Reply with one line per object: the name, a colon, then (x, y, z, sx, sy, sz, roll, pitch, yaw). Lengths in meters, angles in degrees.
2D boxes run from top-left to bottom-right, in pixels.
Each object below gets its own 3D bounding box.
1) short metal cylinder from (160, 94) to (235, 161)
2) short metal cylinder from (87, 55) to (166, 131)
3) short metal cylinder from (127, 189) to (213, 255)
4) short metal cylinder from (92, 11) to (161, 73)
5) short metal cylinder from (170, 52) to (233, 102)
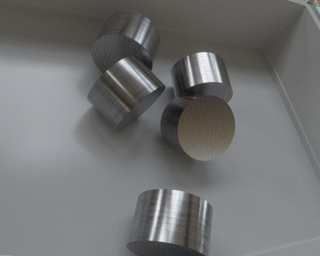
short metal cylinder: (0.047, -0.003, 0.395, 0.081, 0.050, 0.079, -3, 98, -23)
short metal cylinder: (-0.040, -0.041, 0.375, 0.050, 0.080, 0.080, 47, 51, 4)
short metal cylinder: (0.011, 0.103, 0.315, 0.080, 0.080, 0.050, 23, 53, -15)
short metal cylinder: (-0.044, -0.106, 0.413, 0.080, 0.080, 0.050, 25, 53, -14)
short metal cylinder: (0.058, -0.062, 0.441, 0.081, 0.080, 0.050, 6, 59, -26)
